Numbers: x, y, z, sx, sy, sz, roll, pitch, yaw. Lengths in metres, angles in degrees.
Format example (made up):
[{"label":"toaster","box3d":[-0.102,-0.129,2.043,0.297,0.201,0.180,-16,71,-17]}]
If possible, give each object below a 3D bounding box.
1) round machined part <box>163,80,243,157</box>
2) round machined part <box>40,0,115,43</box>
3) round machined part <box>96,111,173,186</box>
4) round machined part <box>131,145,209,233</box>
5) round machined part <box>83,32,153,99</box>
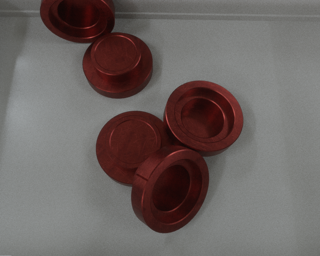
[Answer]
[{"label":"round machined part","box3d":[0.053,-0.009,0.400,0.099,0.042,0.098,3,66,-7]},{"label":"round machined part","box3d":[-0.112,-0.167,0.431,0.099,0.098,0.042,-3,65,-1]},{"label":"round machined part","box3d":[-0.032,0.023,0.392,0.099,0.042,0.098,0,70,0]},{"label":"round machined part","box3d":[0.007,0.066,0.358,0.042,0.098,0.098,19,65,49]},{"label":"round machined part","box3d":[-0.059,-0.094,0.434,0.099,0.042,0.098,0,70,-1]}]
